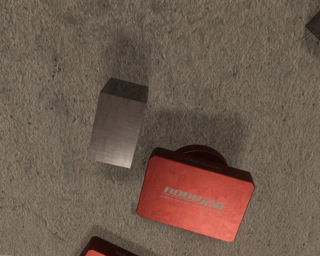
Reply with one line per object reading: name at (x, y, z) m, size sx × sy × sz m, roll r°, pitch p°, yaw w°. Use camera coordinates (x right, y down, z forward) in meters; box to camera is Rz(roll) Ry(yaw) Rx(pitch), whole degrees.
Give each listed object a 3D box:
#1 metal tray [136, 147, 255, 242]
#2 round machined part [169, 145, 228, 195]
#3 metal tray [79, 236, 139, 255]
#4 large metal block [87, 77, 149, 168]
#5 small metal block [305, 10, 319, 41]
metal tray at (0.043, 0.085, 0.397) m, size 0.131 × 0.030 × 0.089 m, roll 15°, pitch 109°, yaw 3°
round machined part at (0.051, 0.076, 0.429) m, size 0.099 × 0.042 × 0.097 m, roll 0°, pitch 110°, yaw -1°
metal tray at (-0.071, 0.238, 0.494) m, size 0.131 × 0.030 × 0.090 m, roll 30°, pitch 107°, yaw -11°
large metal block at (-0.049, -0.010, 0.376) m, size 0.050 × 0.080 × 0.079 m, roll 14°, pitch 110°, yaw -5°
small metal block at (0.213, -0.124, 0.367) m, size 0.050 × 0.025 × 0.050 m, roll 37°, pitch 106°, yaw -13°
